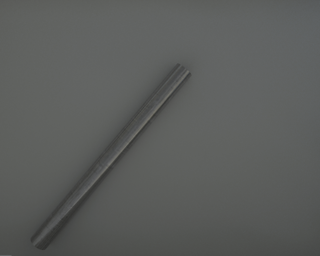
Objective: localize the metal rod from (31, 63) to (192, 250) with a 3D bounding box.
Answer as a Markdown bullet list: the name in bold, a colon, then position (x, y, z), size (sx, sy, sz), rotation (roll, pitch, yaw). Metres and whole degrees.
- **metal rod**: position (-0.064, 0.037, 0.410), size (0.025, 0.025, 0.300), rotation (40, 90, 0)
